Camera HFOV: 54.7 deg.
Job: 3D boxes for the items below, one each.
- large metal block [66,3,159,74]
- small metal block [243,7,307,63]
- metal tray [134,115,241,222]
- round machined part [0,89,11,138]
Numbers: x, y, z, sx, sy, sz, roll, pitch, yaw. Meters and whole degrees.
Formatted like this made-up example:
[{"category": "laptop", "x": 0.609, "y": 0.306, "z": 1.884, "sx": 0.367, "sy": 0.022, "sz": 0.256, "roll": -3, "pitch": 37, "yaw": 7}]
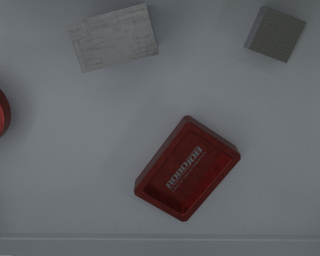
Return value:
[{"category": "large metal block", "x": -0.047, "y": -0.102, "z": 0.344, "sx": 0.080, "sy": 0.080, "sz": 0.050, "roll": -13, "pitch": 110, "yaw": 4}, {"category": "small metal block", "x": 0.137, "y": -0.112, "z": 0.372, "sx": 0.050, "sy": 0.025, "sz": 0.050, "roll": 18, "pitch": 109, "yaw": -7}, {"category": "metal tray", "x": 0.036, "y": 0.059, "z": 0.430, "sx": 0.090, "sy": 0.030, "sz": 0.129, "roll": 33, "pitch": 106, "yaw": -12}, {"category": "round machined part", "x": -0.238, "y": -0.024, "z": 0.390, "sx": 0.099, "sy": 0.042, "sz": 0.097, "roll": 0, "pitch": 110, "yaw": -1}]
